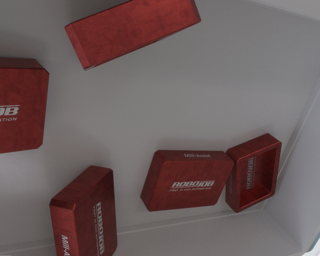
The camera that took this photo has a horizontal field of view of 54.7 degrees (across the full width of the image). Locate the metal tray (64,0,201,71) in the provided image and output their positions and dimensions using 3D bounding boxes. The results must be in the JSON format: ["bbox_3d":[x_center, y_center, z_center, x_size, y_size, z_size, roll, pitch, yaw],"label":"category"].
[{"bbox_3d":[-0.030,-0.081,0.269,0.090,0.130,0.030,-24,104,-8],"label":"metal tray"}]

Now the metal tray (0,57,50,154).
[{"bbox_3d":[-0.174,-0.018,0.282,0.131,0.030,0.089,-7,122,-39],"label":"metal tray"}]

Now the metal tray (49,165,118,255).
[{"bbox_3d":[-0.089,0.123,0.383,0.030,0.090,0.129,7,112,18],"label":"metal tray"}]

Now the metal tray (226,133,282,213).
[{"bbox_3d":[0.162,0.081,0.543,0.091,0.030,0.129,-20,126,-17],"label":"metal tray"}]

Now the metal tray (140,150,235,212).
[{"bbox_3d":[0.043,0.080,0.479,0.131,0.030,0.089,3,117,-30],"label":"metal tray"}]
